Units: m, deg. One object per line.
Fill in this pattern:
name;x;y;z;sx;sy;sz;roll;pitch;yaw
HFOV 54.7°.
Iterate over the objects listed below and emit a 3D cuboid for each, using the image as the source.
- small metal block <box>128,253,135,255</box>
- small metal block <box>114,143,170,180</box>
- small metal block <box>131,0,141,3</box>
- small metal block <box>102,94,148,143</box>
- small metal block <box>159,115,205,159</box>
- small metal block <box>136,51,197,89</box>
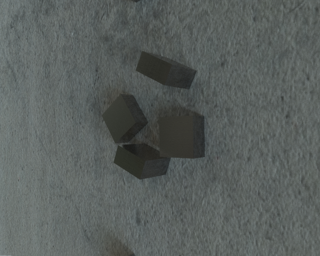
small metal block;-0.051;0.217;0.444;0.050;0.025;0.050;-42;65;32
small metal block;-0.023;0.042;0.406;0.050;0.050;0.025;25;106;37
small metal block;-0.026;-0.209;0.424;0.050;0.025;0.050;-11;83;39
small metal block;-0.051;-0.013;0.445;0.050;0.025;0.050;-43;64;31
small metal block;0.027;0.011;0.381;0.050;0.025;0.050;-1;89;39
small metal block;0.008;-0.071;0.380;0.050;0.050;0.025;33;110;35
